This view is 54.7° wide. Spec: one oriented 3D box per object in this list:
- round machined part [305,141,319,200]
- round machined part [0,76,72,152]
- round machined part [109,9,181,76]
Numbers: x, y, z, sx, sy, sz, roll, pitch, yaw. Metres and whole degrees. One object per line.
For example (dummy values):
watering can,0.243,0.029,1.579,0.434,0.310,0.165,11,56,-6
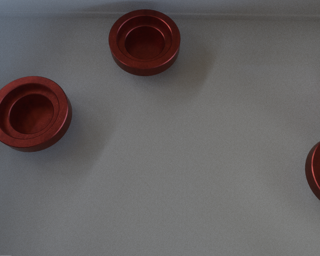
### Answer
round machined part,0.228,0.057,0.380,0.099,0.042,0.098,-1,70,2
round machined part,-0.164,-0.015,0.405,0.099,0.042,0.098,0,70,0
round machined part,-0.021,-0.117,0.443,0.099,0.042,0.098,0,70,0
